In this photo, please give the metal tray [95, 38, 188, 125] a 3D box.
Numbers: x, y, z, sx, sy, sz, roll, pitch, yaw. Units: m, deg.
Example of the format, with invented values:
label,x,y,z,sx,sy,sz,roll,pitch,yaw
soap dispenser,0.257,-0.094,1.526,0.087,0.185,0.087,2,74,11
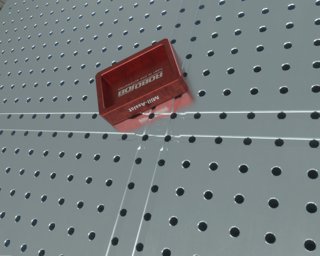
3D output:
label,x,y,z,sx,sy,sz,roll,pitch,yaw
metal tray,-0.031,-0.069,0.465,0.130,0.030,0.090,-24,53,13
